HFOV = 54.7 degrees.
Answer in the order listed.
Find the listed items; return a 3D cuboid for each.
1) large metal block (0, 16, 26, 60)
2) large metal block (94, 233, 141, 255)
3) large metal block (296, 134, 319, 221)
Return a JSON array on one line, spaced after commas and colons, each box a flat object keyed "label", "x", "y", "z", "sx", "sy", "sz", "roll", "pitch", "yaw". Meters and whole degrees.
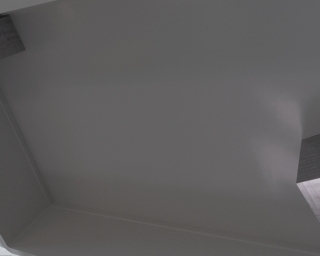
[{"label": "large metal block", "x": -0.257, "y": -0.116, "z": 0.437, "sx": 0.080, "sy": 0.080, "sz": 0.050, "roll": -3, "pitch": 117, "yaw": 30}, {"label": "large metal block", "x": -0.083, "y": 0.261, "z": 0.581, "sx": 0.050, "sy": 0.080, "sz": 0.080, "roll": -29, "pitch": 103, "yaw": 37}, {"label": "large metal block", "x": 0.186, "y": 0.039, "z": 0.299, "sx": 0.080, "sy": 0.080, "sz": 0.050, "roll": -25, "pitch": 105, "yaw": 37}]
